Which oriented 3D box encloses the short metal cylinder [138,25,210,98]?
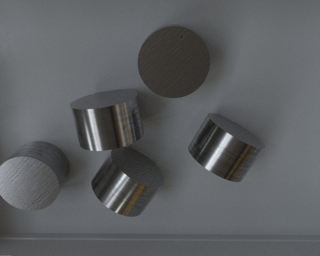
[{"bbox_3d":[0.015,-0.080,0.368,0.081,0.050,0.079,0,110,0],"label":"short metal cylinder"}]

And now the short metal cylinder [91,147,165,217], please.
[{"bbox_3d":[-0.042,0.069,0.407,0.080,0.080,0.050,32,107,-11],"label":"short metal cylinder"}]

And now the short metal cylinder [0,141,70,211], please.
[{"bbox_3d":[-0.170,0.064,0.420,0.081,0.050,0.079,0,110,0],"label":"short metal cylinder"}]

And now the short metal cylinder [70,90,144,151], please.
[{"bbox_3d":[-0.063,-0.012,0.377,0.080,0.080,0.050,-7,110,2],"label":"short metal cylinder"}]

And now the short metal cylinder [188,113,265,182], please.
[{"bbox_3d":[0.083,0.023,0.391,0.080,0.080,0.050,26,108,-9],"label":"short metal cylinder"}]
